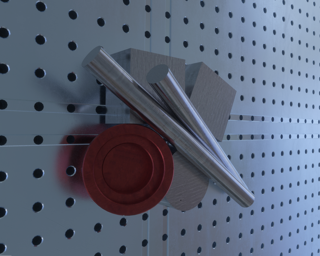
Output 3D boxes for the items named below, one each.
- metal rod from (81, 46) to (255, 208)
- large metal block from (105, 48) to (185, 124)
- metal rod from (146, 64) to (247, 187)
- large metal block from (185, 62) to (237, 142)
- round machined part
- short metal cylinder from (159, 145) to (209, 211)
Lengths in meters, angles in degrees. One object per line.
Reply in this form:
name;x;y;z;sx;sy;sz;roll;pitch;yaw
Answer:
metal rod;0.031;0.019;0.364;0.300;0.025;0.025;42;65;-33
large metal block;-0.017;-0.044;0.370;0.081;0.050;0.079;1;90;-40
metal rod;0.067;0.026;0.412;0.300;0.025;0.025;49;60;-45
large metal block;0.054;-0.033;0.432;0.080;0.050;0.080;31;71;-36
round machined part;-0.037;0.045;0.348;0.099;0.042;0.097;1;87;-17
short metal cylinder;0.019;0.062;0.403;0.081;0.050;0.079;0;90;-40
